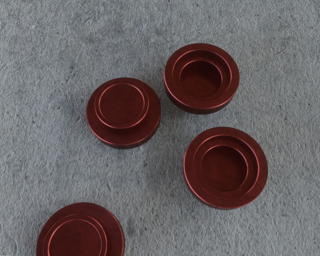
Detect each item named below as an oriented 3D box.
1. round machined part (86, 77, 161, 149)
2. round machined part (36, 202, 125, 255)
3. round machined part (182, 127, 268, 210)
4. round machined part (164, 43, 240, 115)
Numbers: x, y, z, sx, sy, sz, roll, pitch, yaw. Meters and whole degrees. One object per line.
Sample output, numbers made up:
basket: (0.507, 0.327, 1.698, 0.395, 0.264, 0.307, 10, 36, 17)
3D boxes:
round machined part: (-0.048, -0.024, 0.408, 0.099, 0.042, 0.098, 0, 70, 0)
round machined part: (-0.091, 0.134, 0.349, 0.099, 0.042, 0.098, 0, 70, 0)
round machined part: (0.077, 0.051, 0.381, 0.099, 0.042, 0.098, 0, 70, 0)
round machined part: (0.055, -0.063, 0.422, 0.099, 0.042, 0.098, 0, 70, 0)
